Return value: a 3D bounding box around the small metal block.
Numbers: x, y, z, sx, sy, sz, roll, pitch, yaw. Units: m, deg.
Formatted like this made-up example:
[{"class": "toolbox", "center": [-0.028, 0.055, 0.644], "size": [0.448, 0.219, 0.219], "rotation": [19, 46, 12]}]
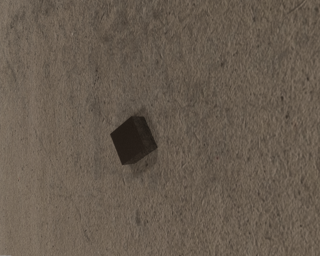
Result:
[{"class": "small metal block", "center": [-0.037, 0.018, 0.434], "size": [0.050, 0.025, 0.050], "rotation": [-37, 68, 33]}]
